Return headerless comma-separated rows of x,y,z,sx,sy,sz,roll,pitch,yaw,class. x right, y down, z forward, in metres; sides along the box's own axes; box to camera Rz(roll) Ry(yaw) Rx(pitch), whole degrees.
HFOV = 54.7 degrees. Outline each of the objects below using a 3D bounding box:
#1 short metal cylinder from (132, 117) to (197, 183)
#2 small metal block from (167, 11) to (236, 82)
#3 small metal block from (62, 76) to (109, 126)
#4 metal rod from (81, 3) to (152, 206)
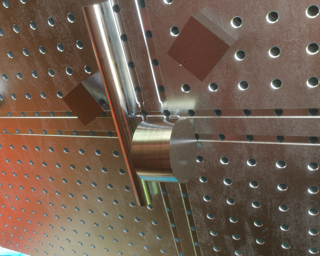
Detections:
0.008,0.028,0.389,0.050,0.080,0.080,-2,117,29,short metal cylinder
0.044,-0.087,0.334,0.050,0.025,0.050,39,129,1,small metal block
-0.102,-0.038,0.442,0.050,0.025,0.050,-30,102,38,small metal block
-0.052,-0.014,0.430,0.025,0.025,0.298,2,120,27,metal rod
